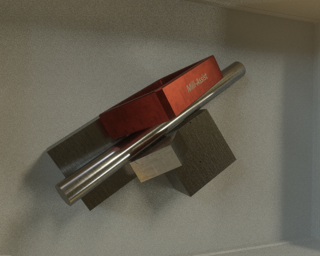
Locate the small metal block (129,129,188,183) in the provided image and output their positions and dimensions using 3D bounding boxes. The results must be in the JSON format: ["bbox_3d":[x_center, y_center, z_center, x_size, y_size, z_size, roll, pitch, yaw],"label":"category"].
[{"bbox_3d":[0.000,0.030,0.345,0.050,0.050,0.025,-25,101,19],"label":"small metal block"}]

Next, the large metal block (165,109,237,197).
[{"bbox_3d":[0.040,0.031,0.412,0.080,0.050,0.080,-35,102,-17],"label":"large metal block"}]

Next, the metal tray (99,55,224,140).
[{"bbox_3d":[0.006,-0.037,0.349,0.131,0.090,0.030,-40,107,-49],"label":"metal tray"}]

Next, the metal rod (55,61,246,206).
[{"bbox_3d":[0.011,-0.011,0.375,0.302,0.025,0.025,-36,102,-32],"label":"metal rod"}]

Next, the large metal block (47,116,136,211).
[{"bbox_3d":[-0.075,0.036,0.367,0.080,0.050,0.080,-35,102,-17],"label":"large metal block"}]
